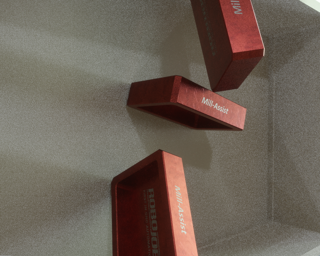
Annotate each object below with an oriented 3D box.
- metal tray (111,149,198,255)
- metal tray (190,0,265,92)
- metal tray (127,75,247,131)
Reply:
[{"bbox_3d":[-0.011,0.098,0.322,0.030,0.090,0.130,25,44,-38],"label":"metal tray"},{"bbox_3d":[0.065,-0.114,0.326,0.030,0.090,0.129,-9,77,-5],"label":"metal tray"},{"bbox_3d":[0.036,-0.026,0.396,0.131,0.090,0.030,18,79,-39],"label":"metal tray"}]
